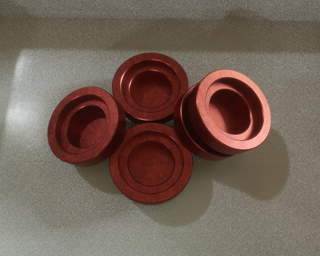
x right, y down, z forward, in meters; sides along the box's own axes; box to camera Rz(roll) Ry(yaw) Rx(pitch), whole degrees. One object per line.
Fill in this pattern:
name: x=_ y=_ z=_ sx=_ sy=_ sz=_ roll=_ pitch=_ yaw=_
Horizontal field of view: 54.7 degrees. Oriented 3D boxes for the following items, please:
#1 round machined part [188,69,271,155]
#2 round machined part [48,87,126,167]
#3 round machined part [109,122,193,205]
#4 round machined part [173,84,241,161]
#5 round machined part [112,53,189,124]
round machined part: x=0.077 y=-0.016 z=0.364 sx=0.099 sy=0.042 sz=0.098 roll=8 pitch=68 yaw=-21
round machined part: x=-0.086 y=0.001 z=0.387 sx=0.098 sy=0.042 sz=0.098 roll=-7 pitch=68 yaw=19
round machined part: x=-0.010 y=0.045 z=0.381 sx=0.099 sy=0.042 sz=0.098 roll=0 pitch=70 yaw=0
round machined part: x=0.061 y=-0.006 z=0.390 sx=0.099 sy=0.042 sz=0.098 roll=8 pitch=68 yaw=-21
round machined part: x=-0.012 y=-0.048 z=0.416 sx=0.099 sy=0.042 sz=0.098 roll=0 pitch=70 yaw=0
